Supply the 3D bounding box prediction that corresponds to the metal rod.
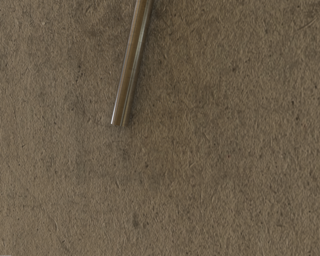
[{"bbox_3d":[-0.025,-0.150,0.418,0.025,0.025,0.298,14,95,19],"label":"metal rod"}]
